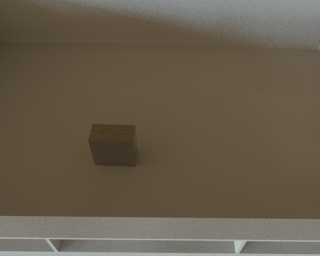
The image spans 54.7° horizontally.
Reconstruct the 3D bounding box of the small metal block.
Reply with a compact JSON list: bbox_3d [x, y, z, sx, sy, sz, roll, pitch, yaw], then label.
[{"bbox_3d":[-0.054,0.021,0.370,0.050,0.050,0.025,2,50,1],"label":"small metal block"}]
